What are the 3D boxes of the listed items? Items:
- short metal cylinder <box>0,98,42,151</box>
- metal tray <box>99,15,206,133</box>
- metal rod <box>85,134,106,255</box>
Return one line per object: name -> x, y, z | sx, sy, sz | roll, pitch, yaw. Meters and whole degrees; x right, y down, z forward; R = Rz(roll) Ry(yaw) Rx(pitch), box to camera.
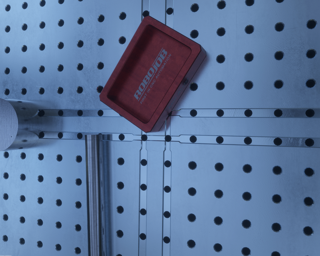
short metal cylinder -> -0.232, -0.005, 0.479 | 0.080, 0.050, 0.079 | 0, 90, 19
metal tray -> -0.012, -0.069, 0.413 | 0.090, 0.030, 0.129 | 35, 101, 16
metal rod -> -0.091, 0.159, 0.443 | 0.025, 0.025, 0.298 | -2, 89, 19
